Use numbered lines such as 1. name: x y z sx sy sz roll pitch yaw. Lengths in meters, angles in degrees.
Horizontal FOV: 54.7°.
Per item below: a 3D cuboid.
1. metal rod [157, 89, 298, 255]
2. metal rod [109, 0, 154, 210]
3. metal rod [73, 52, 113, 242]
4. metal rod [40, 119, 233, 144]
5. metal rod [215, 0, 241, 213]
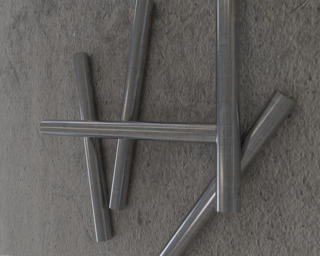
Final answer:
1. metal rod: 0.055 0.088 0.359 0.025 0.025 0.298 44 116 31
2. metal rod: -0.041 -0.030 0.439 0.025 0.025 0.298 14 99 39
3. metal rod: -0.108 0.025 0.494 0.025 0.025 0.298 -15 80 39
4. metal rod: -0.050 0.003 0.414 0.300 0.025 0.025 2 91 30
5. metal rod: 0.071 -0.066 0.325 0.025 0.025 0.298 -5 81 40
